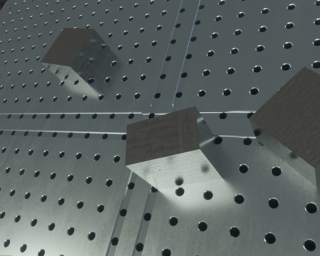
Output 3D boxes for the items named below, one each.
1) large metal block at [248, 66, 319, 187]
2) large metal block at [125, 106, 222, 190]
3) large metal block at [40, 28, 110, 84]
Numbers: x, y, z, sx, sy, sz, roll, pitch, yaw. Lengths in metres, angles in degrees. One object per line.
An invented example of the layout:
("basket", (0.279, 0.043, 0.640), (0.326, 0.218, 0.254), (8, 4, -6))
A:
("large metal block", (0.152, -0.003, 0.314), (0.080, 0.050, 0.080), (-43, 51, -2))
("large metal block", (0.017, 0.027, 0.348), (0.080, 0.080, 0.050), (-15, 56, 20))
("large metal block", (-0.150, -0.130, 0.552), (0.080, 0.050, 0.080), (14, 69, 34))
